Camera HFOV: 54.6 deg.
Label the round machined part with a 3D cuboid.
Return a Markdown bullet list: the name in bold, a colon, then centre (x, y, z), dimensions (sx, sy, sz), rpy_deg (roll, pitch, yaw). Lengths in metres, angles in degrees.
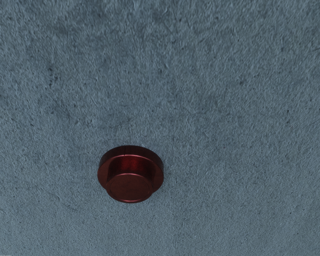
- **round machined part**: centre (-0.043, 0.075, 0.459), dimensions (0.099, 0.042, 0.097), rpy_deg (0, 130, 0)
